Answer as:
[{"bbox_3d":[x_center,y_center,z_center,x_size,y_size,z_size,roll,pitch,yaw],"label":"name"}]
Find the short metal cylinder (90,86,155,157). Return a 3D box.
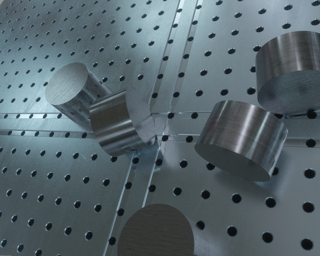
[{"bbox_3d":[-0.046,-0.008,0.401,0.050,0.080,0.080,-19,54,17],"label":"short metal cylinder"}]

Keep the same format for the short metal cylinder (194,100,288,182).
[{"bbox_3d":[0.083,0.015,0.320,0.080,0.080,0.050,17,71,34],"label":"short metal cylinder"}]

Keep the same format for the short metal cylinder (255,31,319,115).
[{"bbox_3d":[0.145,-0.056,0.331,0.080,0.080,0.050,-8,59,24],"label":"short metal cylinder"}]

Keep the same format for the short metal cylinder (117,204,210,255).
[{"bbox_3d":[0.005,0.123,0.313,0.080,0.050,0.080,-13,56,20],"label":"short metal cylinder"}]

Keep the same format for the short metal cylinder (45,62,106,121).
[{"bbox_3d":[-0.134,-0.058,0.496,0.080,0.050,0.080,-13,56,20],"label":"short metal cylinder"}]
